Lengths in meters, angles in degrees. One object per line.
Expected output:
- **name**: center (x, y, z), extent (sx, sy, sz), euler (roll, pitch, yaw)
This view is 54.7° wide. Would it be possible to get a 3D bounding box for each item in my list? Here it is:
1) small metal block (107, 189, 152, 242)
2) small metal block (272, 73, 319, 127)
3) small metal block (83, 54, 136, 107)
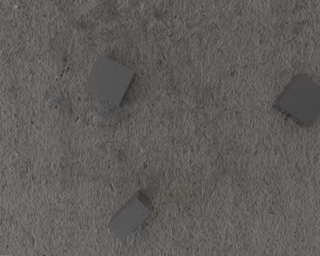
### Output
- **small metal block**: center (-0.037, 0.110, 0.397), extent (0.050, 0.050, 0.025), euler (-45, 90, 0)
- **small metal block**: center (0.188, -0.036, 0.411), extent (0.050, 0.025, 0.050), euler (36, 90, 0)
- **small metal block**: center (-0.065, -0.061, 0.409), extent (0.050, 0.025, 0.050), euler (25, 90, 0)
